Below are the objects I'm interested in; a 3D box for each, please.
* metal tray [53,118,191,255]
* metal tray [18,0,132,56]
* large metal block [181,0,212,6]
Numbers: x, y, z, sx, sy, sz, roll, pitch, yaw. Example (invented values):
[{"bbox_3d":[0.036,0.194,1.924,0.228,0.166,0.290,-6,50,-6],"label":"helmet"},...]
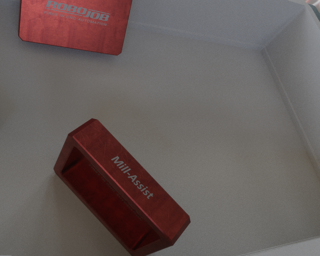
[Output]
[{"bbox_3d":[-0.043,0.063,0.303,0.130,0.090,0.030,46,51,3],"label":"metal tray"},{"bbox_3d":[-0.107,-0.149,0.397,0.131,0.089,0.030,3,27,-27],"label":"metal tray"},{"bbox_3d":[0.066,-0.294,0.609,0.081,0.050,0.080,-25,76,-37],"label":"large metal block"}]
